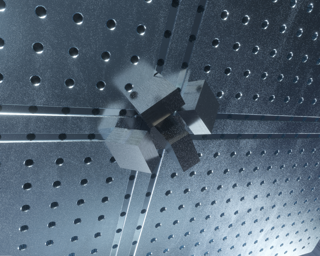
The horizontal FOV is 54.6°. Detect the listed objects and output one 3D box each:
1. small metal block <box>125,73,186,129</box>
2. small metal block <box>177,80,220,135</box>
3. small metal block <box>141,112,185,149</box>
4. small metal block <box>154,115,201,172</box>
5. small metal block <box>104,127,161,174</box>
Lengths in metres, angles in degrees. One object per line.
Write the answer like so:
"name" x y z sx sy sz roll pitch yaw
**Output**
"small metal block" -0.006 -0.034 0.370 0.050 0.050 0.025 -35 129 -5
"small metal block" 0.052 -0.026 0.405 0.050 0.025 0.050 50 49 -39
"small metal block" 0.004 0.000 0.412 0.050 0.025 0.050 0 118 -30
"small metal block" 0.020 0.018 0.384 0.025 0.050 0.050 -32 129 -8
"small metal block" -0.034 0.028 0.389 0.025 0.050 0.050 -58 140 -37
